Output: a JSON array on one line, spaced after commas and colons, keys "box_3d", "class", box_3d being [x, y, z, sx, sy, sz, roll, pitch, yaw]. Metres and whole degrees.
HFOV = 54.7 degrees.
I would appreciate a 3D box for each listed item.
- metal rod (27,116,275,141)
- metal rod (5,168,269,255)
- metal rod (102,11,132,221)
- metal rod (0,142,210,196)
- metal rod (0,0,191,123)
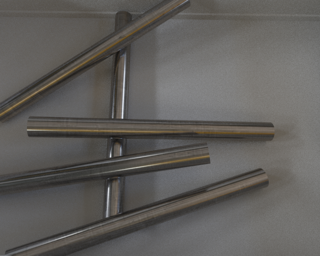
[{"box_3d": [-0.004, 0.002, 0.388, 0.302, 0.025, 0.025, 1, 70, -8], "class": "metal rod"}, {"box_3d": [-0.013, 0.100, 0.354, 0.302, 0.025, 0.025, -15, 71, -13], "class": "metal rod"}, {"box_3d": [-0.055, -0.029, 0.419, 0.025, 0.025, 0.299, 0, 70, 0], "class": "metal rod"}, {"box_3d": [-0.093, 0.053, 0.367, 0.302, 0.025, 0.025, -9, 70, 5], "class": "metal rod"}, {"box_3d": [-0.090, -0.099, 0.423, 0.301, 0.025, 0.025, -33, 73, -3], "class": "metal rod"}]
